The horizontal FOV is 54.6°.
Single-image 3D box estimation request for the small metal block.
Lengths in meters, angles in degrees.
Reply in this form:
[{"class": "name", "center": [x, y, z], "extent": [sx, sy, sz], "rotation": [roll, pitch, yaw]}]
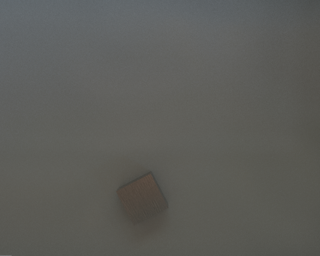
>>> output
[{"class": "small metal block", "center": [-0.023, 0.092, 0.411], "extent": [0.050, 0.025, 0.050], "rotation": [-27, 90, 0]}]
